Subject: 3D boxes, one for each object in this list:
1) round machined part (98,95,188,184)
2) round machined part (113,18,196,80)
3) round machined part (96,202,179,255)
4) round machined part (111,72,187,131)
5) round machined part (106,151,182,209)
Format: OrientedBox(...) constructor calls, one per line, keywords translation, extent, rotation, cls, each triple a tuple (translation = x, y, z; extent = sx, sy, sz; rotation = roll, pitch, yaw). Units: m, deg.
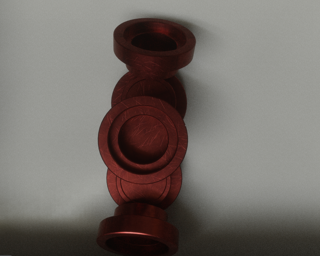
OrientedBox(translation=(-0.018, 0.013, 0.358), extent=(0.099, 0.042, 0.097), rotation=(0, 90, -1), cls="round machined part")
OrientedBox(translation=(-0.008, -0.095, 0.383), extent=(0.099, 0.098, 0.042), rotation=(7, 132, -1), cls="round machined part")
OrientedBox(translation=(-0.026, 0.126, 0.383), extent=(0.099, 0.097, 0.042), rotation=(6, 53, -1), cls="round machined part")
OrientedBox(translation=(-0.014, -0.033, 0.401), extent=(0.099, 0.042, 0.097), rotation=(0, 90, -1), cls="round machined part")
OrientedBox(translation=(-0.020, 0.065, 0.401), extent=(0.099, 0.042, 0.097), rotation=(0, 90, -1), cls="round machined part")
